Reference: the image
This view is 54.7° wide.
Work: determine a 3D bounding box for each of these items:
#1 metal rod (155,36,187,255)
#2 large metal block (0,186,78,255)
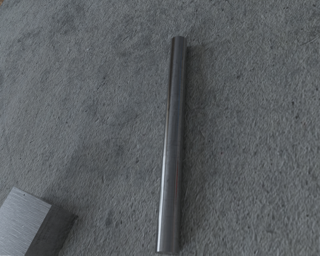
[{"bbox_3d":[0.018,0.000,0.394,0.025,0.025,0.299,-9,58,23],"label":"metal rod"},{"bbox_3d":[-0.167,0.131,0.395,0.080,0.050,0.080,12,68,33],"label":"large metal block"}]
